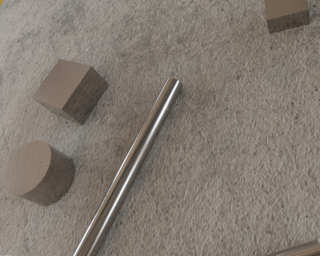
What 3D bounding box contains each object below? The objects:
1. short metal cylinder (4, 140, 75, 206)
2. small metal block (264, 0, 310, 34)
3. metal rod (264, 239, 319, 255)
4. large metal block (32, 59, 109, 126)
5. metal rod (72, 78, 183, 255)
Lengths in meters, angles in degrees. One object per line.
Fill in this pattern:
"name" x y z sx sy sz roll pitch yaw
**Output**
"short metal cylinder" -0.169 0.064 0.437 0.080 0.050 0.080 -13 56 21
"small metal block" 0.168 -0.159 0.413 0.050 0.025 0.050 -8 58 23
"metal rod" 0.006 0.167 0.298 0.300 0.025 0.025 -24 53 13
"large metal block" -0.144 -0.059 0.500 0.080 0.050 0.080 19 72 35
"metal rod" -0.045 0.065 0.387 0.025 0.025 0.300 15 69 34
